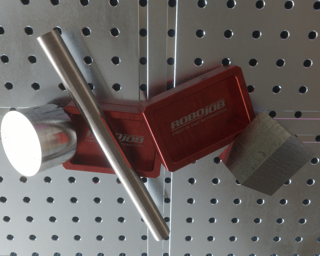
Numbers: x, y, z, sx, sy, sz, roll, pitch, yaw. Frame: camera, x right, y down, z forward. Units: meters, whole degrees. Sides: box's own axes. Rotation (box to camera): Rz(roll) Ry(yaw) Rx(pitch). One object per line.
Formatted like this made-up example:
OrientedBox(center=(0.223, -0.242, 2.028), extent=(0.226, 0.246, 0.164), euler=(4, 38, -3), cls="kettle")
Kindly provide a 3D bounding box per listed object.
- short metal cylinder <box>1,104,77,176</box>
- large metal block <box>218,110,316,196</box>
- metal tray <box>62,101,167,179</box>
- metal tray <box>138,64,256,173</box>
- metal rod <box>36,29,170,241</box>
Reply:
OrientedBox(center=(-0.150, 0.013, 0.384), extent=(0.080, 0.050, 0.079), euler=(10, 109, 33), cls="short metal cylinder")
OrientedBox(center=(0.137, 0.035, 0.395), extent=(0.080, 0.050, 0.080), euler=(25, 112, -42), cls="large metal block")
OrientedBox(center=(-0.061, 0.016, 0.415), extent=(0.131, 0.030, 0.089), euler=(6, 110, -3), cls="metal tray")
OrientedBox(center=(0.050, -0.013, 0.386), extent=(0.131, 0.030, 0.090), euler=(-25, 109, -9), cls="metal tray")
OrientedBox(center=(-0.061, 0.023, 0.389), extent=(0.025, 0.025, 0.299), euler=(-24, 109, 8), cls="metal rod")
